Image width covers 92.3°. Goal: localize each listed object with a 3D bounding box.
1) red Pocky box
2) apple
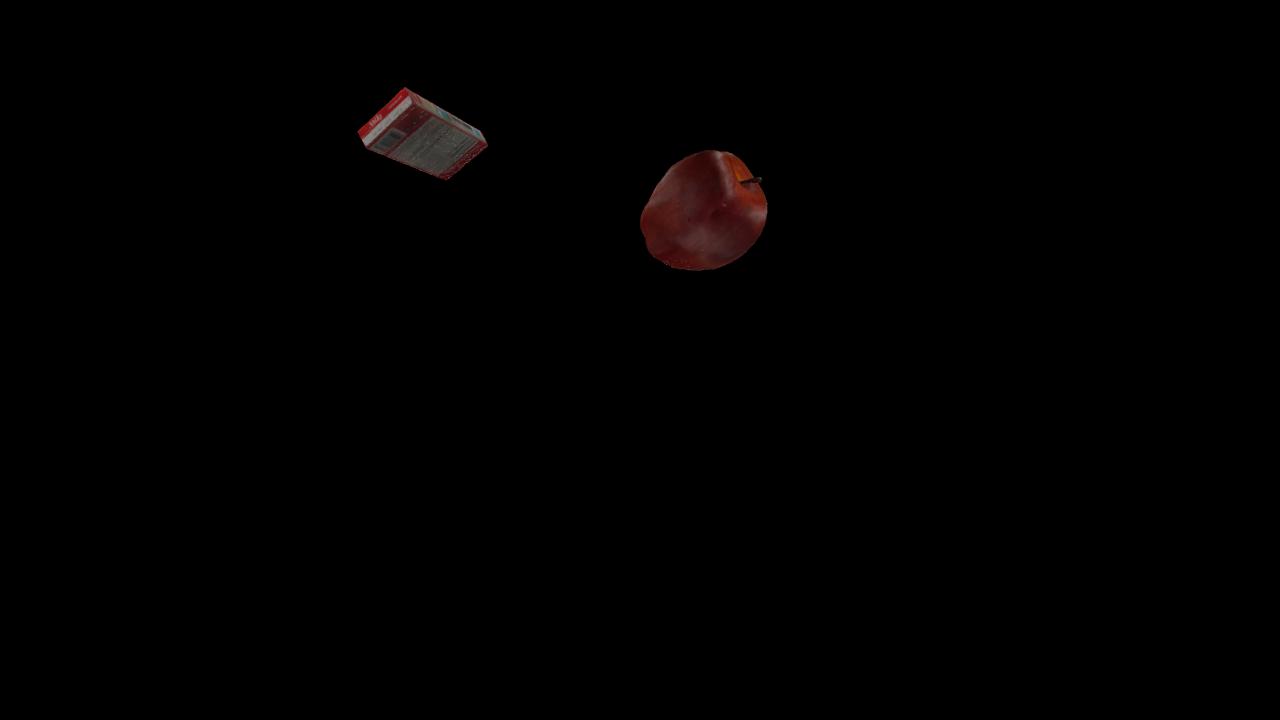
[{"bbox_3d":[-0.264,-0.275,0.764,0.083,0.028,0.155,-34,-9,16],"label":"red Pocky box"},{"bbox_3d":[0.046,-0.104,0.436,0.093,0.079,0.079,-30,-18,34],"label":"apple"}]
